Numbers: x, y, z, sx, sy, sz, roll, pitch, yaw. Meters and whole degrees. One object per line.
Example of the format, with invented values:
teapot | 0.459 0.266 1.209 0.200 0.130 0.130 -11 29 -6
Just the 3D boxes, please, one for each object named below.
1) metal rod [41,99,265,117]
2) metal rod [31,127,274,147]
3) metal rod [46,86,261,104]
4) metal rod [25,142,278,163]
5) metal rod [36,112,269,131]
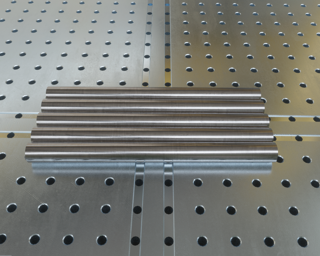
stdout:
metal rod | -0.009 -0.027 0.430 0.302 0.025 0.025 0 50 0
metal rod | -0.009 0.012 0.397 0.302 0.025 0.025 0 50 0
metal rod | -0.009 -0.047 0.447 0.302 0.025 0.025 0 50 0
metal rod | -0.009 0.030 0.382 0.302 0.025 0.025 0 50 -1
metal rod | -0.009 -0.008 0.414 0.302 0.025 0.025 0 50 0
